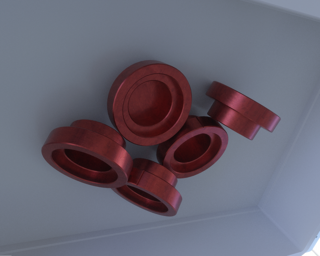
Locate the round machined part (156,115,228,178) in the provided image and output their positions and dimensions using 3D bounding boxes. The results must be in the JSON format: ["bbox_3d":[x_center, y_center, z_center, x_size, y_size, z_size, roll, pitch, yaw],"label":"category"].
[{"bbox_3d":[0.040,0.021,0.424,0.099,0.042,0.097,-17,137,-16],"label":"round machined part"}]

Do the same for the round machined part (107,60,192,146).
[{"bbox_3d":[-0.015,-0.031,0.365,0.099,0.042,0.097,-12,117,-24],"label":"round machined part"}]

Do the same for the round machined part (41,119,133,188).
[{"bbox_3d":[-0.077,0.027,0.350,0.098,0.098,0.042,50,45,-40],"label":"round machined part"}]

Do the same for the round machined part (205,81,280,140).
[{"bbox_3d":[0.101,-0.019,0.403,0.099,0.098,0.042,24,100,-37],"label":"round machined part"}]

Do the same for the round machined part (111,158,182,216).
[{"bbox_3d":[-0.016,0.075,0.411,0.098,0.098,0.042,52,53,-40],"label":"round machined part"}]
